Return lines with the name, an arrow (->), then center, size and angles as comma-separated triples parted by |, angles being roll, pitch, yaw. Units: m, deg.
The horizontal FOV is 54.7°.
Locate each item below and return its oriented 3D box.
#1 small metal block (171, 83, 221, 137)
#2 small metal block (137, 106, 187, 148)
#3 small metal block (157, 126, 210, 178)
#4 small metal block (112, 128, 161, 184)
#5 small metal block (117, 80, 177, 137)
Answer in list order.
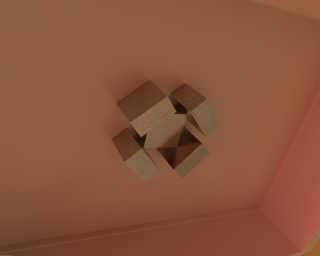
small metal block -> 0.046, -0.023, 0.400 | 0.025, 0.050, 0.050 | -39, 130, -3
small metal block -> 0.002, -0.002, 0.406 | 0.050, 0.025, 0.050 | 1, 118, -29
small metal block -> 0.031, 0.032, 0.426 | 0.050, 0.050, 0.025 | -43, 130, 0
small metal block -> -0.030, 0.035, 0.395 | 0.025, 0.050, 0.050 | -38, 129, -2
small metal block -> -0.017, -0.024, 0.366 | 0.050, 0.050, 0.025 | -36, 128, -4
